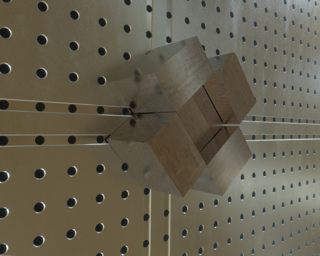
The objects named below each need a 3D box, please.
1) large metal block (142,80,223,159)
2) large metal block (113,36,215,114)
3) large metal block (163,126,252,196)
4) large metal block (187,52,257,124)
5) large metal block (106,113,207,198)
[{"bbox_3d":[0.027,-0.011,0.413,0.080,0.050,0.080,-45,116,-28],"label":"large metal block"},{"bbox_3d":[0.005,-0.062,0.376,0.080,0.080,0.050,-46,118,-30],"label":"large metal block"},{"bbox_3d":[0.066,0.041,0.429,0.080,0.080,0.050,-44,117,-31],"label":"large metal block"},{"bbox_3d":[0.075,-0.052,0.435,0.050,0.080,0.080,-46,118,-30],"label":"large metal block"},{"bbox_3d":[-0.004,0.030,0.368,0.050,0.080,0.080,-46,118,-30],"label":"large metal block"}]
